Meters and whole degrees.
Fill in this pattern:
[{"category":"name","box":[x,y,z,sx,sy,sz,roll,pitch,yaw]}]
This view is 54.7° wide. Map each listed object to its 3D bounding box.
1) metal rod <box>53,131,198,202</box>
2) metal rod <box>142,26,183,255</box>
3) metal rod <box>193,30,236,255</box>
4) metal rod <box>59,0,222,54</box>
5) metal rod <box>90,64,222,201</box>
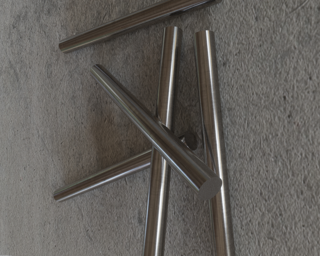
[{"category":"metal rod","box":[-0.070,0.068,0.463,0.299,0.025,0.025,-26,74,37]},{"category":"metal rod","box":[0.003,0.024,0.368,0.025,0.025,0.299,-3,78,40]},{"category":"metal rod","box":[0.063,0.039,0.352,0.025,0.025,0.298,-8,85,40]},{"category":"metal rod","box":[-0.050,-0.148,0.446,0.300,0.025,0.025,-3,88,40]},{"category":"metal rod","box":[-0.028,-0.018,0.376,0.300,0.025,0.025,45,118,48]}]
